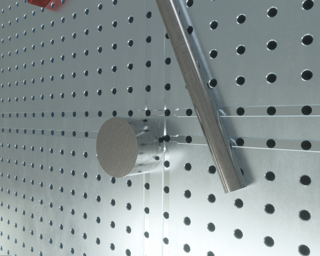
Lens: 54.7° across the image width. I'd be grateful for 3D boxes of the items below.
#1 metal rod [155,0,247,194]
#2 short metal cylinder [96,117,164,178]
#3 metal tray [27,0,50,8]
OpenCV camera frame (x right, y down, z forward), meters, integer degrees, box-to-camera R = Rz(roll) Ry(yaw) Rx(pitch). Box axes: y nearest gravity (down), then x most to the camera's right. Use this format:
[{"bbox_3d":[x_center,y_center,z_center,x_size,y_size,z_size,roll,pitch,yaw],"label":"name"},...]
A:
[{"bbox_3d":[0.038,-0.070,0.375,0.025,0.025,0.299,-28,72,36],"label":"metal rod"},{"bbox_3d":[-0.042,0.025,0.426,0.080,0.050,0.079,0,90,39],"label":"short metal cylinder"},{"bbox_3d":[-0.228,-0.311,0.590,0.090,0.030,0.129,-28,73,36],"label":"metal tray"}]
